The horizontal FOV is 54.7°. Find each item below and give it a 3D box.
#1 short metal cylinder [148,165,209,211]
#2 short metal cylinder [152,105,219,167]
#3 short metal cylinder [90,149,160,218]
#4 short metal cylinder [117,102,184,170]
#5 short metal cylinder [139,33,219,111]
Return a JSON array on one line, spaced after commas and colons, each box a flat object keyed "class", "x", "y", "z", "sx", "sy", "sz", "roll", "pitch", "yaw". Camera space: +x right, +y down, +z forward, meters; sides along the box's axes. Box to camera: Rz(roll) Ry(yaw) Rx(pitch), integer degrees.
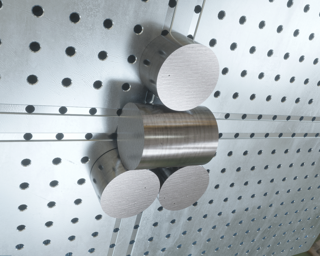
[{"class": "short metal cylinder", "x": 0.024, "y": 0.073, "z": 0.454, "sx": 0.081, "sy": 0.050, "sz": 0.079, "roll": -14, "pitch": 125, "yaw": -21}, {"class": "short metal cylinder", "x": 0.030, "y": 0.009, "z": 0.400, "sx": 0.050, "sy": 0.080, "sz": 0.079, "roll": 0, "pitch": 118, "yaw": -29}, {"class": "short metal cylinder", "x": -0.047, "y": 0.073, "z": 0.415, "sx": 0.081, "sy": 0.050, "sz": 0.079, "roll": -14, "pitch": 125, "yaw": -21}, {"class": "short metal cylinder", "x": -0.014, "y": 0.010, "z": 0.376, "sx": 0.050, "sy": 0.080, "sz": 0.079, "roll": 0, "pitch": 118, "yaw": -29}, {"class": "short metal cylinder", "x": 0.022, "y": -0.067, "z": 0.367, "sx": 0.081, "sy": 0.050, "sz": 0.079, "roll": -14, "pitch": 125, "yaw": -21}]
